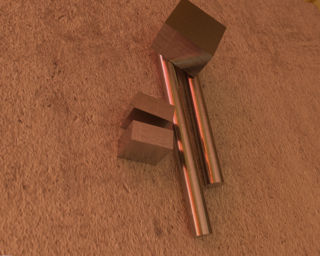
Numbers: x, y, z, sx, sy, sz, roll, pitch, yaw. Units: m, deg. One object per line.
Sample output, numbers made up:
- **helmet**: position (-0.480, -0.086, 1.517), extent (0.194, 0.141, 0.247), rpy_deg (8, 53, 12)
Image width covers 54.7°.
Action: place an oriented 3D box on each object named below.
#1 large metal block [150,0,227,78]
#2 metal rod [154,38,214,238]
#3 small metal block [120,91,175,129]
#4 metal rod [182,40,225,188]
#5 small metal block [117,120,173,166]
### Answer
- **large metal block**: position (0.043, -0.135, 0.462), extent (0.080, 0.050, 0.080), rpy_deg (33, 51, -7)
- **metal rod**: position (0.026, -0.007, 0.423), extent (0.025, 0.025, 0.299), rpy_deg (4, 60, -27)
- **small metal block**: position (-0.016, -0.014, 0.389), extent (0.050, 0.050, 0.025), rpy_deg (21, 54, -16)
- **metal rod**: position (0.052, -0.057, 0.468), extent (0.025, 0.025, 0.299), rpy_deg (6, 59, -26)
- **small metal block**: position (-0.018, 0.019, 0.368), extent (0.050, 0.050, 0.025), rpy_deg (15, 56, -20)
